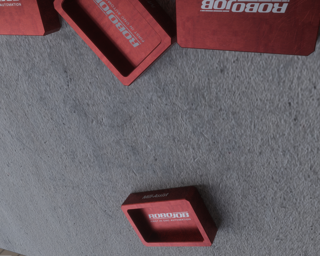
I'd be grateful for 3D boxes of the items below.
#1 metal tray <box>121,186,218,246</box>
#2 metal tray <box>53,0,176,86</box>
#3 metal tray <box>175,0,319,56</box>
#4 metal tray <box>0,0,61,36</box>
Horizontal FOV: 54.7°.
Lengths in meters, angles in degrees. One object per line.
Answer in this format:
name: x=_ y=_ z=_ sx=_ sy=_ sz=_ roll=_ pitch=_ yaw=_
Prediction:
metal tray: x=0.012 y=0.141 z=0.484 sx=0.130 sy=0.030 sz=0.090 roll=-15 pitch=111 yaw=34
metal tray: x=-0.050 y=-0.124 z=0.353 sx=0.130 sy=0.030 sz=0.090 roll=48 pitch=129 yaw=-6
metal tray: x=0.080 y=-0.119 z=0.288 sx=0.130 sy=0.030 sz=0.089 roll=10 pitch=123 yaw=22
metal tray: x=-0.199 y=-0.170 z=0.404 sx=0.130 sy=0.030 sz=0.089 roll=8 pitch=122 yaw=23
